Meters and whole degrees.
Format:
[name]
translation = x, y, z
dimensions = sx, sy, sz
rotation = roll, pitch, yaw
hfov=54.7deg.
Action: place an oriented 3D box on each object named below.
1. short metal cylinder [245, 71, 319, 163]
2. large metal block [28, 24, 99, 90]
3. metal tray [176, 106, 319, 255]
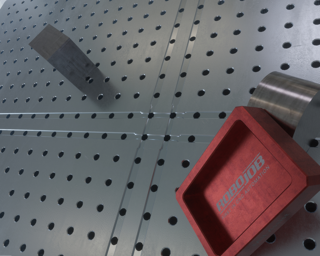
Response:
[short metal cylinder]
translation = 0.128, -0.012, 0.313
dimensions = 0.050, 0.080, 0.080
rotation = 29, 78, 37
[large metal block]
translation = -0.166, -0.123, 0.536
dimensions = 0.050, 0.080, 0.080
rotation = -48, 51, -5
[metal tray]
translation = 0.073, 0.056, 0.286
dimensions = 0.090, 0.030, 0.129
rotation = 58, 132, 38
